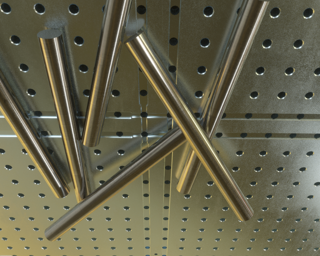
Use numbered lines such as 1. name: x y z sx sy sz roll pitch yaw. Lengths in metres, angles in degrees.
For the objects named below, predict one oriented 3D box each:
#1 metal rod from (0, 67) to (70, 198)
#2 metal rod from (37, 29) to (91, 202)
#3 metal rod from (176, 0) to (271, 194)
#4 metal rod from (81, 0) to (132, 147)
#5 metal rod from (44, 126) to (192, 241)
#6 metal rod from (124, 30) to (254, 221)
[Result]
1. metal rod: -0.183 -0.010 0.401 0.025 0.025 0.299 -8 130 6
2. metal rod: -0.120 0.015 0.422 0.025 0.025 0.298 1 130 -1
3. metal rod: 0.067 -0.017 0.397 0.025 0.025 0.298 9 130 -7
4. metal rod: -0.053 -0.092 0.332 0.025 0.025 0.298 13 129 -11
5. metal rod: -0.070 0.087 0.461 0.299 0.025 0.025 -39 120 20
6. metal rod: 0.049 0.015 0.393 0.025 0.025 0.300 -25 117 19
